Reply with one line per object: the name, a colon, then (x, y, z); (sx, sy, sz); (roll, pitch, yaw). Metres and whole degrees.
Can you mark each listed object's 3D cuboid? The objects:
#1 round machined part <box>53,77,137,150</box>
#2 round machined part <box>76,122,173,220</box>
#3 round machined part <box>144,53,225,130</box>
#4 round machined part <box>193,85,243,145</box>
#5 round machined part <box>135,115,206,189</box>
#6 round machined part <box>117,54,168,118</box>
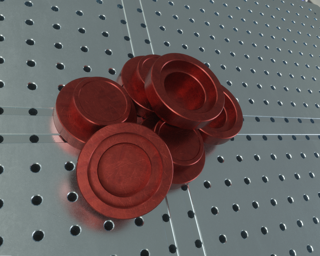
round machined part: (-0.073, -0.022, 0.371); (0.099, 0.042, 0.098); (13, 56, -21)
round machined part: (-0.039, 0.044, 0.332); (0.099, 0.042, 0.098); (1, 84, -14)
round machined part: (0.026, -0.040, 0.380); (0.099, 0.042, 0.098); (13, 56, -21)
round machined part: (0.065, -0.019, 0.443); (0.099, 0.042, 0.098); (13, 56, -21)
round machined part: (0.016, 0.023, 0.390); (0.099, 0.042, 0.098); (13, 56, -21)
round machined part: (-0.007, -0.063, 0.432); (0.099, 0.042, 0.098); (13, 56, -21)
